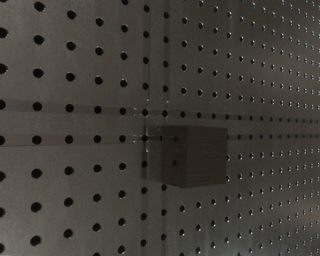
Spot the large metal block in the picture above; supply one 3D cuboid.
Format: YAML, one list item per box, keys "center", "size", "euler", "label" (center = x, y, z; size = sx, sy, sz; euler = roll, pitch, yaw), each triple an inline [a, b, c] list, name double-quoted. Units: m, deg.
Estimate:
- center: [0.049, 0.038, 0.437]
  size: [0.081, 0.050, 0.080]
  euler: [3, 88, -40]
  label: "large metal block"
